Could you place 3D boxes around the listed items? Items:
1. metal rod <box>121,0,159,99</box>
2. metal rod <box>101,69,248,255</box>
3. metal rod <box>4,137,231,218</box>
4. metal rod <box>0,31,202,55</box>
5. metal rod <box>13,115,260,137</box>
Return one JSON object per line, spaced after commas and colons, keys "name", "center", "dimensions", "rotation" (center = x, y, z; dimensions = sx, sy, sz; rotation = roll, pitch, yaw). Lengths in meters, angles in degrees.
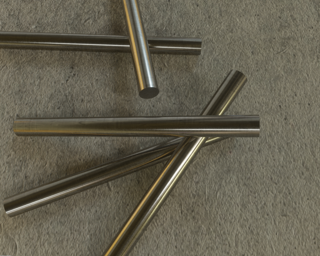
{"name": "metal rod", "center": [-0.042, -0.172, 0.449], "dimensions": [0.025, 0.025, 0.299], "rotation": [-10, 62, -4]}
{"name": "metal rod", "center": [0.013, 0.054, 0.368], "dimensions": [0.025, 0.025, 0.300], "rotation": [34, 81, 11]}
{"name": "metal rod", "center": [-0.040, 0.046, 0.390], "dimensions": [0.302, 0.025, 0.025], "rotation": [-19, 71, -7]}
{"name": "metal rod", "center": [-0.092, -0.124, 0.452], "dimensions": [0.302, 0.025, 0.025], "rotation": [2, 70, 0]}
{"name": "metal rod", "center": [-0.039, -0.002, 0.373], "dimensions": [0.301, 0.025, 0.025], "rotation": [0, 70, 14]}
